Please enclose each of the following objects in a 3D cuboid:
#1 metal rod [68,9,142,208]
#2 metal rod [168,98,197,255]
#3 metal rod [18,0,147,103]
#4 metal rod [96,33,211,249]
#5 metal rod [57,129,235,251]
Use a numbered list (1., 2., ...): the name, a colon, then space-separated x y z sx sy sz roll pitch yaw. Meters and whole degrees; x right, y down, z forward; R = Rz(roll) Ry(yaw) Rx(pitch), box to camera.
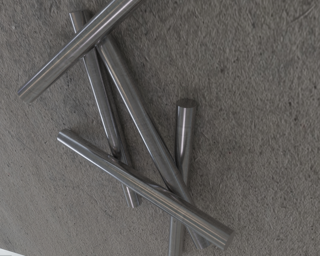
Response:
1. metal rod: -0.069 -0.010 0.437 0.025 0.025 0.298 2 120 27
2. metal rod: 0.028 0.096 0.451 0.025 0.025 0.298 15 125 20
3. metal rod: -0.069 -0.112 0.347 0.299 0.025 0.025 -31 101 29
4. metal rod: -0.005 0.023 0.398 0.025 0.025 0.299 -20 100 35
5. metal rod: -0.039 0.069 0.420 0.300 0.025 0.025 26 129 31
